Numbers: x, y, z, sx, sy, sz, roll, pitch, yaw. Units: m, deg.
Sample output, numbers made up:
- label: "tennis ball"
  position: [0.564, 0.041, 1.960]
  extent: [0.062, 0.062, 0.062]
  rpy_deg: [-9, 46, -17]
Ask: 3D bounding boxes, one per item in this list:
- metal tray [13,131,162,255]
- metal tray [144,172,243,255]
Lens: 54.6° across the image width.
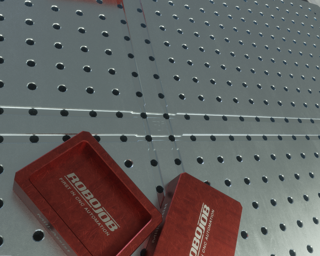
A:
- label: "metal tray"
  position: [-0.072, 0.077, 0.319]
  extent: [0.130, 0.030, 0.091]
  rpy_deg: [48, 51, 5]
- label: "metal tray"
  position: [0.038, 0.126, 0.348]
  extent: [0.090, 0.030, 0.130]
  rpy_deg: [30, 52, -9]
